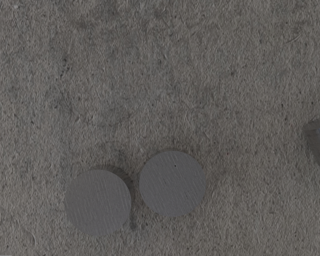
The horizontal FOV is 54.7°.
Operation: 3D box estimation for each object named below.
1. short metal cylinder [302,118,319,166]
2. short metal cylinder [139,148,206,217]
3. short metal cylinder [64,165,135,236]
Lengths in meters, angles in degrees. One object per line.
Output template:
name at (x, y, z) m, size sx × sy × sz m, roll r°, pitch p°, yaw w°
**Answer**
short metal cylinder at (0.227, 0.010, 0.384) m, size 0.080 × 0.080 × 0.050 m, roll -23°, pitch 90°, yaw 0°
short metal cylinder at (0.015, 0.067, 0.397) m, size 0.081 × 0.050 × 0.080 m, roll 0°, pitch 90°, yaw 0°
short metal cylinder at (-0.075, 0.090, 0.397) m, size 0.081 × 0.050 × 0.080 m, roll 0°, pitch 90°, yaw 0°
